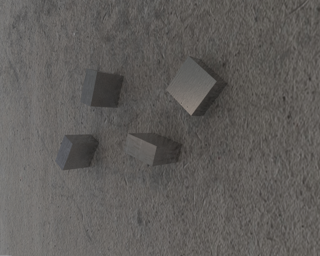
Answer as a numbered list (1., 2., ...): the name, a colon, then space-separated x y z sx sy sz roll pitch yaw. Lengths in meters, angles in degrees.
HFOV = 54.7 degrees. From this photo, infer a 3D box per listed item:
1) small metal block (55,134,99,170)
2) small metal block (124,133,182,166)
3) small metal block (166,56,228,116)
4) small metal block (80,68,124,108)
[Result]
1. small metal block: -0.133 0.038 0.499 0.025 0.050 0.050 39 114 33
2. small metal block: -0.009 0.026 0.396 0.050 0.050 0.025 21 104 38
3. small metal block: 0.043 -0.049 0.370 0.050 0.025 0.050 50 119 28
4. small metal block: -0.085 -0.058 0.459 0.025 0.050 0.050 22 104 38
